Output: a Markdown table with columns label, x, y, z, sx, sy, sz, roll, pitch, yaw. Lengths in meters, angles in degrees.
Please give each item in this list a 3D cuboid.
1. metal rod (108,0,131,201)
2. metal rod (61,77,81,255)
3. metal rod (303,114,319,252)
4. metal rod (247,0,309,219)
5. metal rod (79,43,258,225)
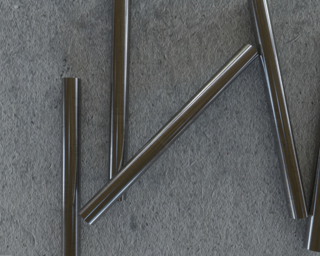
| label | x | y | z | sx | sy | sz | roll | pitch | yaw |
| --- | --- | --- | --- | --- | --- | --- | --- | --- | --- |
| metal rod | -0.053 | -0.055 | 0.409 | 0.025 | 0.025 | 0.298 | 1 | 90 | 0 |
| metal rod | -0.117 | 0.084 | 0.408 | 0.025 | 0.025 | 0.298 | 0 | 90 | 0 |
| metal rod | 0.223 | 0.012 | 0.411 | 0.025 | 0.025 | 0.298 | 7 | 90 | 0 |
| metal rod | 0.156 | -0.030 | 0.410 | 0.025 | 0.025 | 0.298 | -11 | 90 | 0 |
| metal rod | 0.015 | 0.004 | 0.394 | 0.025 | 0.025 | 0.300 | 45 | 84 | 0 |
